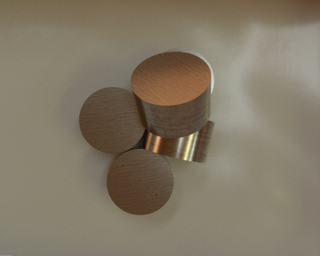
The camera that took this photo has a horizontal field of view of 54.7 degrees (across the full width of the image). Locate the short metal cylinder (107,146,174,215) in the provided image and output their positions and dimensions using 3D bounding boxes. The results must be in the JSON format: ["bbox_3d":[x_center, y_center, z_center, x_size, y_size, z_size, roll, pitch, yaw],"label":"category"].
[{"bbox_3d":[-0.024,0.065,0.397,0.081,0.050,0.079,0,90,-1],"label":"short metal cylinder"}]

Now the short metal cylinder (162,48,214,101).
[{"bbox_3d":[0.025,-0.057,0.398,0.081,0.050,0.079,0,90,-1],"label":"short metal cylinder"}]

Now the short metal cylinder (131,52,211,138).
[{"bbox_3d":[0.013,-0.036,0.327,0.080,0.050,0.080,-4,50,5],"label":"short metal cylinder"}]

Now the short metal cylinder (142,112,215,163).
[{"bbox_3d":[0.023,0.009,0.383,0.080,0.080,0.050,13,90,-1],"label":"short metal cylinder"}]

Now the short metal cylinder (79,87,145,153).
[{"bbox_3d":[-0.057,-0.010,0.396,0.081,0.050,0.079,0,90,-1],"label":"short metal cylinder"}]
